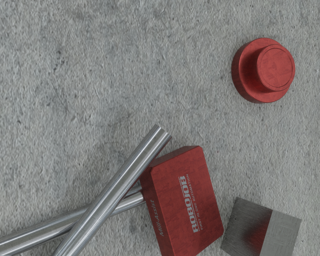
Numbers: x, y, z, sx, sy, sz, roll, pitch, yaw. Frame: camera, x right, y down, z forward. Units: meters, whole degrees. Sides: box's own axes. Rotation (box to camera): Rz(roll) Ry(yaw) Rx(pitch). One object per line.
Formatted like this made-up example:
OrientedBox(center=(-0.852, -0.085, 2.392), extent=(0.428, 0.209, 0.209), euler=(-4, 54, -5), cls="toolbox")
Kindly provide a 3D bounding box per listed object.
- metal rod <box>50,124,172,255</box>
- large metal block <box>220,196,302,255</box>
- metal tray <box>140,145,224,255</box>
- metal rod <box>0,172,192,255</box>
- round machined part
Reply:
OrientedBox(center=(-0.089, 0.120, 0.351), extent=(0.025, 0.025, 0.300), euler=(39, 87, -16), cls="metal rod")
OrientedBox(center=(0.138, 0.149, 0.433), extent=(0.050, 0.080, 0.080), euler=(21, 83, -19), cls="large metal block")
OrientedBox(center=(0.030, 0.097, 0.404), extent=(0.091, 0.030, 0.129), euler=(-21, 98, -37), cls="metal tray")
OrientedBox(center=(-0.097, 0.109, 0.373), extent=(0.302, 0.025, 0.025), euler=(-18, 96, -20), cls="metal rod")
OrientedBox(center=(0.160, -0.086, 0.461), extent=(0.099, 0.042, 0.097), euler=(0, 90, -21), cls="round machined part")
